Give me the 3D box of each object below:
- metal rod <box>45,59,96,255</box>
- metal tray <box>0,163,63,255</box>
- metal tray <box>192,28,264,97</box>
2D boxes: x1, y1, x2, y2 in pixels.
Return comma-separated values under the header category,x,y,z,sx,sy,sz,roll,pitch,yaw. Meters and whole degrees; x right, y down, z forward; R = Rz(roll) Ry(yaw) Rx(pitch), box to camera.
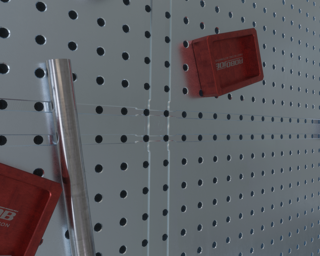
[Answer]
category,x,y,z,sx,sy,sz,roll,pitch,yaw
metal rod,-0.090,0.078,0.334,0.025,0.025,0.298,-10,97,-40
metal tray,-0.164,0.071,0.268,0.131,0.030,0.090,31,71,-36
metal tray,0.114,-0.108,0.501,0.131,0.030,0.089,-22,104,-38
